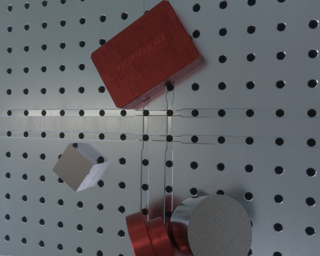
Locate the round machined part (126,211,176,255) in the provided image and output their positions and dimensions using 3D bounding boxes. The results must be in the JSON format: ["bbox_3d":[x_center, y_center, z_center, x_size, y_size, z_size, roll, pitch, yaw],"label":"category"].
[{"bbox_3d":[-0.007,0.149,0.382,0.042,0.098,0.098,-18,84,-7],"label":"round machined part"}]

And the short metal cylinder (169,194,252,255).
[{"bbox_3d":[0.057,0.119,0.357,0.081,0.050,0.080,6,73,-20],"label":"short metal cylinder"}]

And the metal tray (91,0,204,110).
[{"bbox_3d":[-0.019,-0.094,0.417,0.130,0.030,0.090,-31,80,17],"label":"metal tray"}]

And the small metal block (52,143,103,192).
[{"bbox_3d":[-0.121,0.057,0.455,0.050,0.025,0.050,38,102,16],"label":"small metal block"}]
